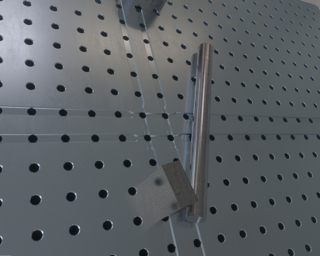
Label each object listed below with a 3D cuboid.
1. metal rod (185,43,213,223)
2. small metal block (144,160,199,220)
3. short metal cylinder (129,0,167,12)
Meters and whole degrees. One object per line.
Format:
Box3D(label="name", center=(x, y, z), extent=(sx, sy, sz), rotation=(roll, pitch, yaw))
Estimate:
Box3D(label="metal rod", center=(0.060, -0.015, 0.449), extent=(0.025, 0.025, 0.300), rotation=(20, 54, -17))
Box3D(label="small metal block", center=(0.011, 0.071, 0.355), extent=(0.025, 0.050, 0.050), rotation=(-13, 68, -33))
Box3D(label="short metal cylinder", center=(-0.018, -0.249, 0.534), extent=(0.081, 0.050, 0.080), rotation=(14, 56, -21))
